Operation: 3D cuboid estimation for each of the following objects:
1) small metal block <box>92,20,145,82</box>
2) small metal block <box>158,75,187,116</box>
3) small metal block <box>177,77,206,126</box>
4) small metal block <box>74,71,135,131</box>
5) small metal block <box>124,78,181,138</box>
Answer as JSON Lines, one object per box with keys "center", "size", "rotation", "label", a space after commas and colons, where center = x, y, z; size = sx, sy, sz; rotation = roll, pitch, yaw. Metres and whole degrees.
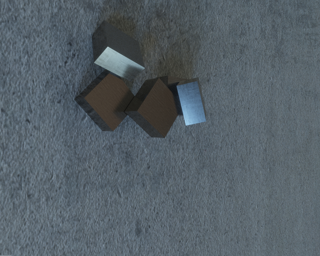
{"center": [-0.048, -0.087, 0.352], "size": [0.050, 0.025, 0.050], "rotation": [24, 38, -38], "label": "small metal block"}
{"center": [0.021, -0.042, 0.426], "size": [0.050, 0.025, 0.050], "rotation": [2, 89, -40], "label": "small metal block"}
{"center": [0.041, -0.035, 0.394], "size": [0.050, 0.025, 0.050], "rotation": [-60, 137, -73], "label": "small metal block"}
{"center": [-0.060, -0.031, 0.357], "size": [0.050, 0.025, 0.050], "rotation": [-52, 121, -27], "label": "small metal block"}
{"center": [-0.006, -0.023, 0.369], "size": [0.050, 0.025, 0.050], "rotation": [45, 63, -31], "label": "small metal block"}
